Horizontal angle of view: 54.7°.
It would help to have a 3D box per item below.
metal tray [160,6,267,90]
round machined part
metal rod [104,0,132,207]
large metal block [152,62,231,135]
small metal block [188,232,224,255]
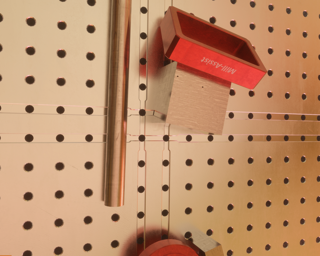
[{"bbox_3d":[0.068,-0.106,0.407,0.131,0.030,0.090,16,39,-20],"label":"metal tray"},{"bbox_3d":[0.007,0.195,0.408,0.099,0.042,0.097,0,90,-21],"label":"round machined part"},{"bbox_3d":[-0.053,-0.052,0.393,0.025,0.025,0.298,2,89,-20],"label":"metal rod"},{"bbox_3d":[0.043,-0.038,0.416,0.081,0.050,0.080,12,86,-20],"label":"large metal block"},{"bbox_3d":[0.066,0.179,0.426,0.025,0.050,0.050,-17,96,-20],"label":"small metal block"}]
